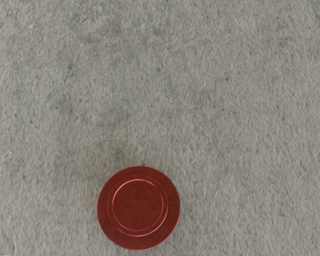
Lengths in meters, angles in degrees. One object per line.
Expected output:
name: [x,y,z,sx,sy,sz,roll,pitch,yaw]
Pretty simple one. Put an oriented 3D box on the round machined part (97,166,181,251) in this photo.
round machined part: [-0.025,0.092,0.365,0.099,0.042,0.098,0,70,-1]
